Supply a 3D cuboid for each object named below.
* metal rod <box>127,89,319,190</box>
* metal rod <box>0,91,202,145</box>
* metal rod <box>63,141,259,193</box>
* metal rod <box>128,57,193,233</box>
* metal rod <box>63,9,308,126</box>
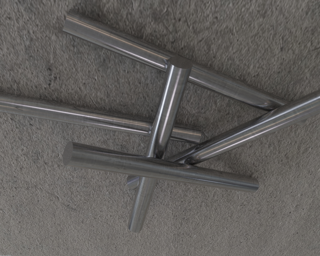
[{"bbox_3d":[0.074,0.024,0.406,0.299,0.025,0.025,-27,125,29],"label":"metal rod"},{"bbox_3d":[-0.095,-0.015,0.393,0.302,0.025,0.025,10,130,-9],"label":"metal rod"},{"bbox_3d":[0.026,0.057,0.399,0.302,0.025,0.025,15,131,-35],"label":"metal rod"},{"bbox_3d":[-0.009,0.046,0.408,0.025,0.025,0.298,9,129,-8],"label":"metal rod"},{"bbox_3d":[0.043,-0.061,0.354,0.302,0.025,0.025,19,128,-16],"label":"metal rod"}]
